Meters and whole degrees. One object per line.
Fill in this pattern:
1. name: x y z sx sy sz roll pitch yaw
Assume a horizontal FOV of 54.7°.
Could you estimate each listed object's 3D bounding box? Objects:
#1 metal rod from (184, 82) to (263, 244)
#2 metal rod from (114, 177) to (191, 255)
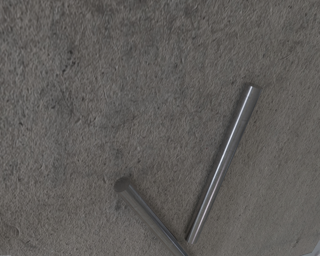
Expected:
1. metal rod: 0.096 0.070 0.502 0.025 0.025 0.298 2 117 -30
2. metal rod: 0.006 0.178 0.520 0.025 0.025 0.299 -35 129 -5
